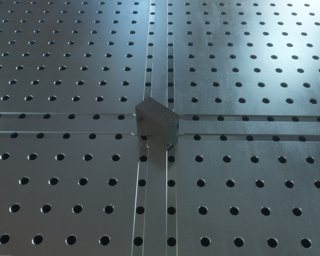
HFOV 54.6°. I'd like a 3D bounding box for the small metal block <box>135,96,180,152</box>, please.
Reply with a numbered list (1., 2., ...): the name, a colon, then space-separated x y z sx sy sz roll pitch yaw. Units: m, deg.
1. small metal block: -0.003 -0.005 0.396 0.050 0.050 0.025 34 58 25
